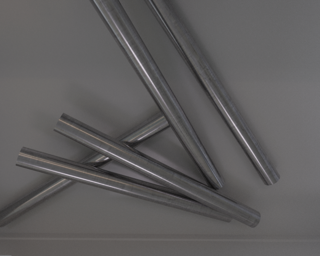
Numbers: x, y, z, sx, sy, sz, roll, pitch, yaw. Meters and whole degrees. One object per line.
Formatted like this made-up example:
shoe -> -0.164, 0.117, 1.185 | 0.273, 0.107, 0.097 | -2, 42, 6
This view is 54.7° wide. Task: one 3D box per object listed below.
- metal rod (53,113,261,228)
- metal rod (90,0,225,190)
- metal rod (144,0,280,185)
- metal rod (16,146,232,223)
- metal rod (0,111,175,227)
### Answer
metal rod -> 0.006, 0.062, 0.409 | 0.301, 0.025, 0.025 | 28, 108, -13
metal rod -> 0.009, -0.030, 0.369 | 0.025, 0.025, 0.299 | -28, 119, 10
metal rod -> 0.073, -0.043, 0.395 | 0.025, 0.025, 0.299 | -33, 107, 11
metal rod -> -0.035, 0.081, 0.421 | 0.302, 0.025, 0.025 | 19, 109, -15
metal rod -> -0.111, 0.059, 0.431 | 0.300, 0.025, 0.025 | -31, 107, 10
